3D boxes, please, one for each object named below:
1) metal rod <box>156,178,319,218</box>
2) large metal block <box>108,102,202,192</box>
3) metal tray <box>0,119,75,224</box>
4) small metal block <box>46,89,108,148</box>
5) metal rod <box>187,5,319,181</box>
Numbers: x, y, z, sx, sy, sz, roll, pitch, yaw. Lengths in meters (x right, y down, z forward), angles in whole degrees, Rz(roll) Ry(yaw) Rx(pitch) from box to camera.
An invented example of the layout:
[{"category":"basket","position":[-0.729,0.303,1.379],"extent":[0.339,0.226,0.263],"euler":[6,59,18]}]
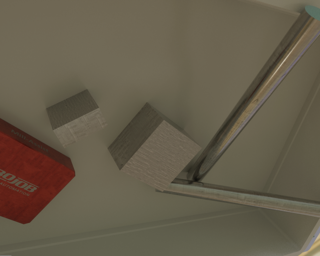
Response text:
[{"category":"metal rod","position":[0.143,0.109,0.477],"extent":[0.302,0.025,0.025],"euler":[10,116,-6]},{"category":"large metal block","position":[-0.006,0.026,0.407],"extent":[0.080,0.050,0.080],"euler":[-49,129,6]},{"category":"metal tray","position":[-0.173,0.046,0.340],"extent":[0.090,0.030,0.130],"euler":[-46,130,4]},{"category":"small metal block","position":[-0.091,-0.012,0.336],"extent":[0.050,0.050,0.025],"euler":[-28,128,-11]},{"category":"metal rod","position":[0.095,-0.010,0.380],"extent":[0.025,0.025,0.298],"euler":[-7,146,-25]}]
